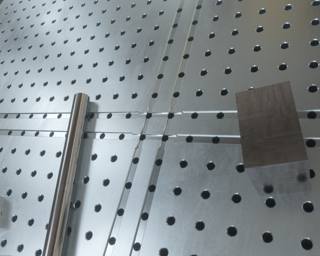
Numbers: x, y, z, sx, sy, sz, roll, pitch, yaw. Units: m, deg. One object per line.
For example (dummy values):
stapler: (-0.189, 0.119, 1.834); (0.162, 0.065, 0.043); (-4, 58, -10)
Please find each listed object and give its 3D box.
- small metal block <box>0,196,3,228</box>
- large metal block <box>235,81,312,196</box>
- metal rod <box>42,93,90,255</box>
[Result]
small metal block: (-0.268, 0.132, 0.465); (0.050, 0.025, 0.050); (-25, 53, 12)
large metal block: (0.112, 0.014, 0.305); (0.050, 0.080, 0.080); (-12, 57, 22)
metal rod: (-0.129, 0.079, 0.425); (0.025, 0.025, 0.299); (-12, 56, 21)
